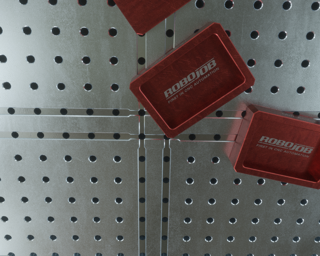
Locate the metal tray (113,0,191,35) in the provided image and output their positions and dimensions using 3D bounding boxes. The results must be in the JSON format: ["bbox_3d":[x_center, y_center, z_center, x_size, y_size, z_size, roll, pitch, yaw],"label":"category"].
[{"bbox_3d":[-0.024,-0.183,0.343,0.090,0.030,0.130,-33,107,11],"label":"metal tray"}]

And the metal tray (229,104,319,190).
[{"bbox_3d":[0.172,0.027,0.423,0.131,0.030,0.089,13,110,-5],"label":"metal tray"}]

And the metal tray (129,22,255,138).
[{"bbox_3d":[0.039,-0.058,0.389,0.130,0.030,0.090,-34,107,11],"label":"metal tray"}]
